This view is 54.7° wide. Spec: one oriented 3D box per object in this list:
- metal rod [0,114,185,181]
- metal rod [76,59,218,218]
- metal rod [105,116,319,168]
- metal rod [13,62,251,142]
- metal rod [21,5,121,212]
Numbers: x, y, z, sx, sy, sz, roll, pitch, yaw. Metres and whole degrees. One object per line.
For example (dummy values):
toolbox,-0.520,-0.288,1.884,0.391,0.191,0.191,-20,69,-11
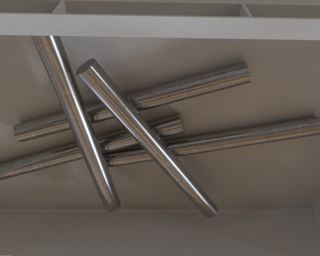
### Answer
metal rod,-0.113,0.032,0.434,0.301,0.025,0.025,-15,129,12
metal rod,0.001,0.033,0.403,0.025,0.025,0.300,-25,126,19
metal rod,0.062,0.022,0.428,0.301,0.025,0.025,-10,130,7
metal rod,-0.043,-0.029,0.383,0.301,0.025,0.025,-14,129,11
metal rod,-0.093,0.005,0.377,0.025,0.025,0.298,-6,130,5
